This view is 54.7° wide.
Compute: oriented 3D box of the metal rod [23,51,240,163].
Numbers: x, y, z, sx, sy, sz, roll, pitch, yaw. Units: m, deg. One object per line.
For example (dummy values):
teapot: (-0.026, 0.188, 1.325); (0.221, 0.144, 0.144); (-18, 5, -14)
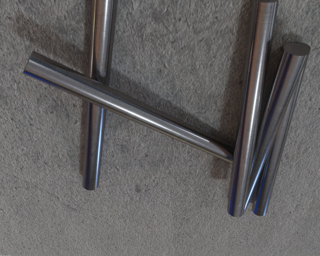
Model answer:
metal rod: (-0.008, -0.011, 0.374); (0.302, 0.025, 0.025); (24, 127, -28)

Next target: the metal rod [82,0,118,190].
metal rod: (-0.079, -0.025, 0.384); (0.025, 0.025, 0.298); (8, 130, -7)

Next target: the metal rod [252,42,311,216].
metal rod: (0.159, 0.026, 0.430); (0.025, 0.025, 0.298); (-3, 130, 2)

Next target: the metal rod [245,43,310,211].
metal rod: (0.134, 0.026, 0.414); (0.025, 0.025, 0.298); (0, 135, 0)

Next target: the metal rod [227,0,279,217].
metal rod: (0.108, 0.000, 0.383); (0.025, 0.025, 0.298); (-2, 123, 1)
